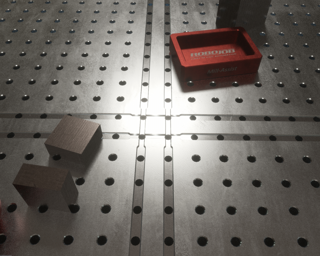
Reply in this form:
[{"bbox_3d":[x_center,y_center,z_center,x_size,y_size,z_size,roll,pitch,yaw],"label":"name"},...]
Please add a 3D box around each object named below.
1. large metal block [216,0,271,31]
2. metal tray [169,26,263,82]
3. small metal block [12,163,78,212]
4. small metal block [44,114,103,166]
[{"bbox_3d":[0.154,-0.226,0.564,0.081,0.080,0.050,-26,55,-21],"label":"large metal block"},{"bbox_3d":[0.088,-0.124,0.509,0.131,0.030,0.090,-8,51,-8],"label":"metal tray"},{"bbox_3d":[-0.121,0.065,0.335,0.050,0.050,0.025,7,51,5],"label":"small metal block"},{"bbox_3d":[-0.108,0.014,0.394,0.050,0.025,0.050,15,51,11],"label":"small metal block"}]
